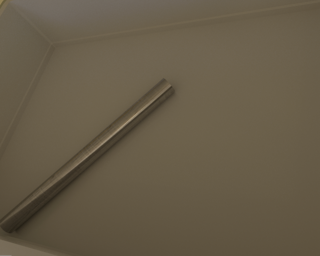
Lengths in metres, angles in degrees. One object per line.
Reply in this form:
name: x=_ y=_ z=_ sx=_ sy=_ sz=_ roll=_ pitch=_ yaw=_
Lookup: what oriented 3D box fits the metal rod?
metal rod: x=-0.100 y=0.038 z=0.433 sx=0.300 sy=0.025 sz=0.025 roll=-41 pitch=51 yaw=-1
